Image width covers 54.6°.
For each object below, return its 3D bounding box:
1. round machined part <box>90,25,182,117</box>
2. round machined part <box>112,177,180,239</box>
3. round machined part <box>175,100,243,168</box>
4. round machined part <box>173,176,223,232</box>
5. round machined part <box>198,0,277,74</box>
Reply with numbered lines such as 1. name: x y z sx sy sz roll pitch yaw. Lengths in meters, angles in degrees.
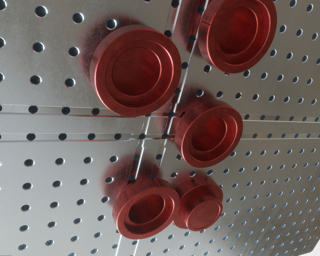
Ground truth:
1. round machined part: -0.029 -0.065 0.344 0.099 0.042 0.097 -14 124 -21
2. round machined part: -0.023 0.112 0.456 0.099 0.042 0.097 -14 124 -21
3. round machined part: 0.064 0.005 0.437 0.099 0.042 0.097 -14 124 -21
4. round machined part: 0.065 0.133 0.516 0.099 0.042 0.097 -14 124 -21
5. round machined part: 0.088 -0.119 0.374 0.099 0.042 0.097 -14 124 -21
